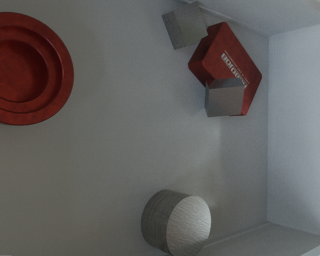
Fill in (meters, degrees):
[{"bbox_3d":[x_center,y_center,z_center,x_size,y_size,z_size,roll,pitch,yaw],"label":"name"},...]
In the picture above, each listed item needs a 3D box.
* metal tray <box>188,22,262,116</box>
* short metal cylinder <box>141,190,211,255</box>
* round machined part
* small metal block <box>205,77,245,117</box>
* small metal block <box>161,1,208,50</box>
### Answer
[{"bbox_3d":[0.109,-0.091,0.497,0.130,0.030,0.090,43,64,-32],"label":"metal tray"},{"bbox_3d":[0.022,0.126,0.411,0.081,0.050,0.079,0,90,-40],"label":"short metal cylinder"},{"bbox_3d":[-0.134,-0.051,0.284,0.099,0.042,0.097,0,90,-40],"label":"round machined part"},{"bbox_3d":[0.095,-0.045,0.459,0.050,0.025,0.050,-5,129,-2],"label":"small metal block"},{"bbox_3d":[0.036,-0.145,0.439,0.050,0.025,0.050,-36,113,-34],"label":"small metal block"}]
